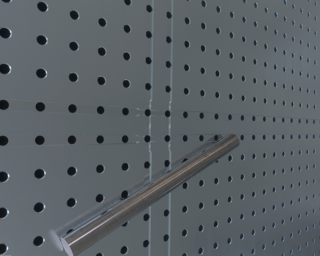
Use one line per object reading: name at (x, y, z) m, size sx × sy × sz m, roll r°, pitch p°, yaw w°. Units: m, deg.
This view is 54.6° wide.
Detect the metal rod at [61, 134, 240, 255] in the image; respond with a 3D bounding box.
metal rod at (0.011, 0.073, 0.417) m, size 0.302 × 0.025 × 0.025 m, roll -26°, pitch 107°, yaw -37°
